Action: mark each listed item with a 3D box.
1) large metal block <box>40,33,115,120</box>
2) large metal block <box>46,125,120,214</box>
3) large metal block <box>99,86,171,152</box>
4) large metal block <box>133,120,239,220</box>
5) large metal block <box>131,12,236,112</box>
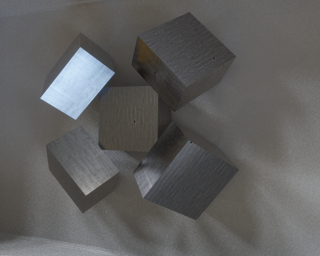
[{"bbox_3d":[-0.108,-0.071,0.409,0.050,0.080,0.080,35,105,-28],"label":"large metal block"},{"bbox_3d":[-0.103,0.056,0.410,0.080,0.050,0.080,48,149,13],"label":"large metal block"},{"bbox_3d":[-0.032,-0.012,0.406,0.080,0.050,0.080,1,90,20],"label":"large metal block"},{"bbox_3d":[0.029,0.050,0.362,0.080,0.050,0.080,30,103,-29],"label":"large metal block"},{"bbox_3d":[0.026,-0.079,0.364,0.080,0.050,0.080,-34,74,-28],"label":"large metal block"}]
